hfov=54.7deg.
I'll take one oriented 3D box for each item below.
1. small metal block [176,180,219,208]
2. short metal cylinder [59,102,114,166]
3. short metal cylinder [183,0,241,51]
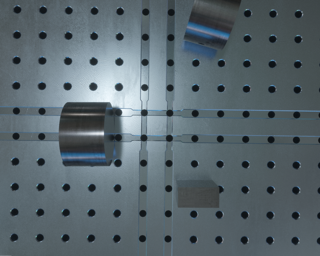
[{"bbox_3d":[0.047,0.084,0.401,0.050,0.050,0.025,0,90,0],"label":"small metal block"},{"bbox_3d":[-0.088,0.008,0.385,0.050,0.080,0.080,0,90,0],"label":"short metal cylinder"},{"bbox_3d":[0.065,-0.142,0.386,0.050,0.080,0.080,16,90,0],"label":"short metal cylinder"}]
